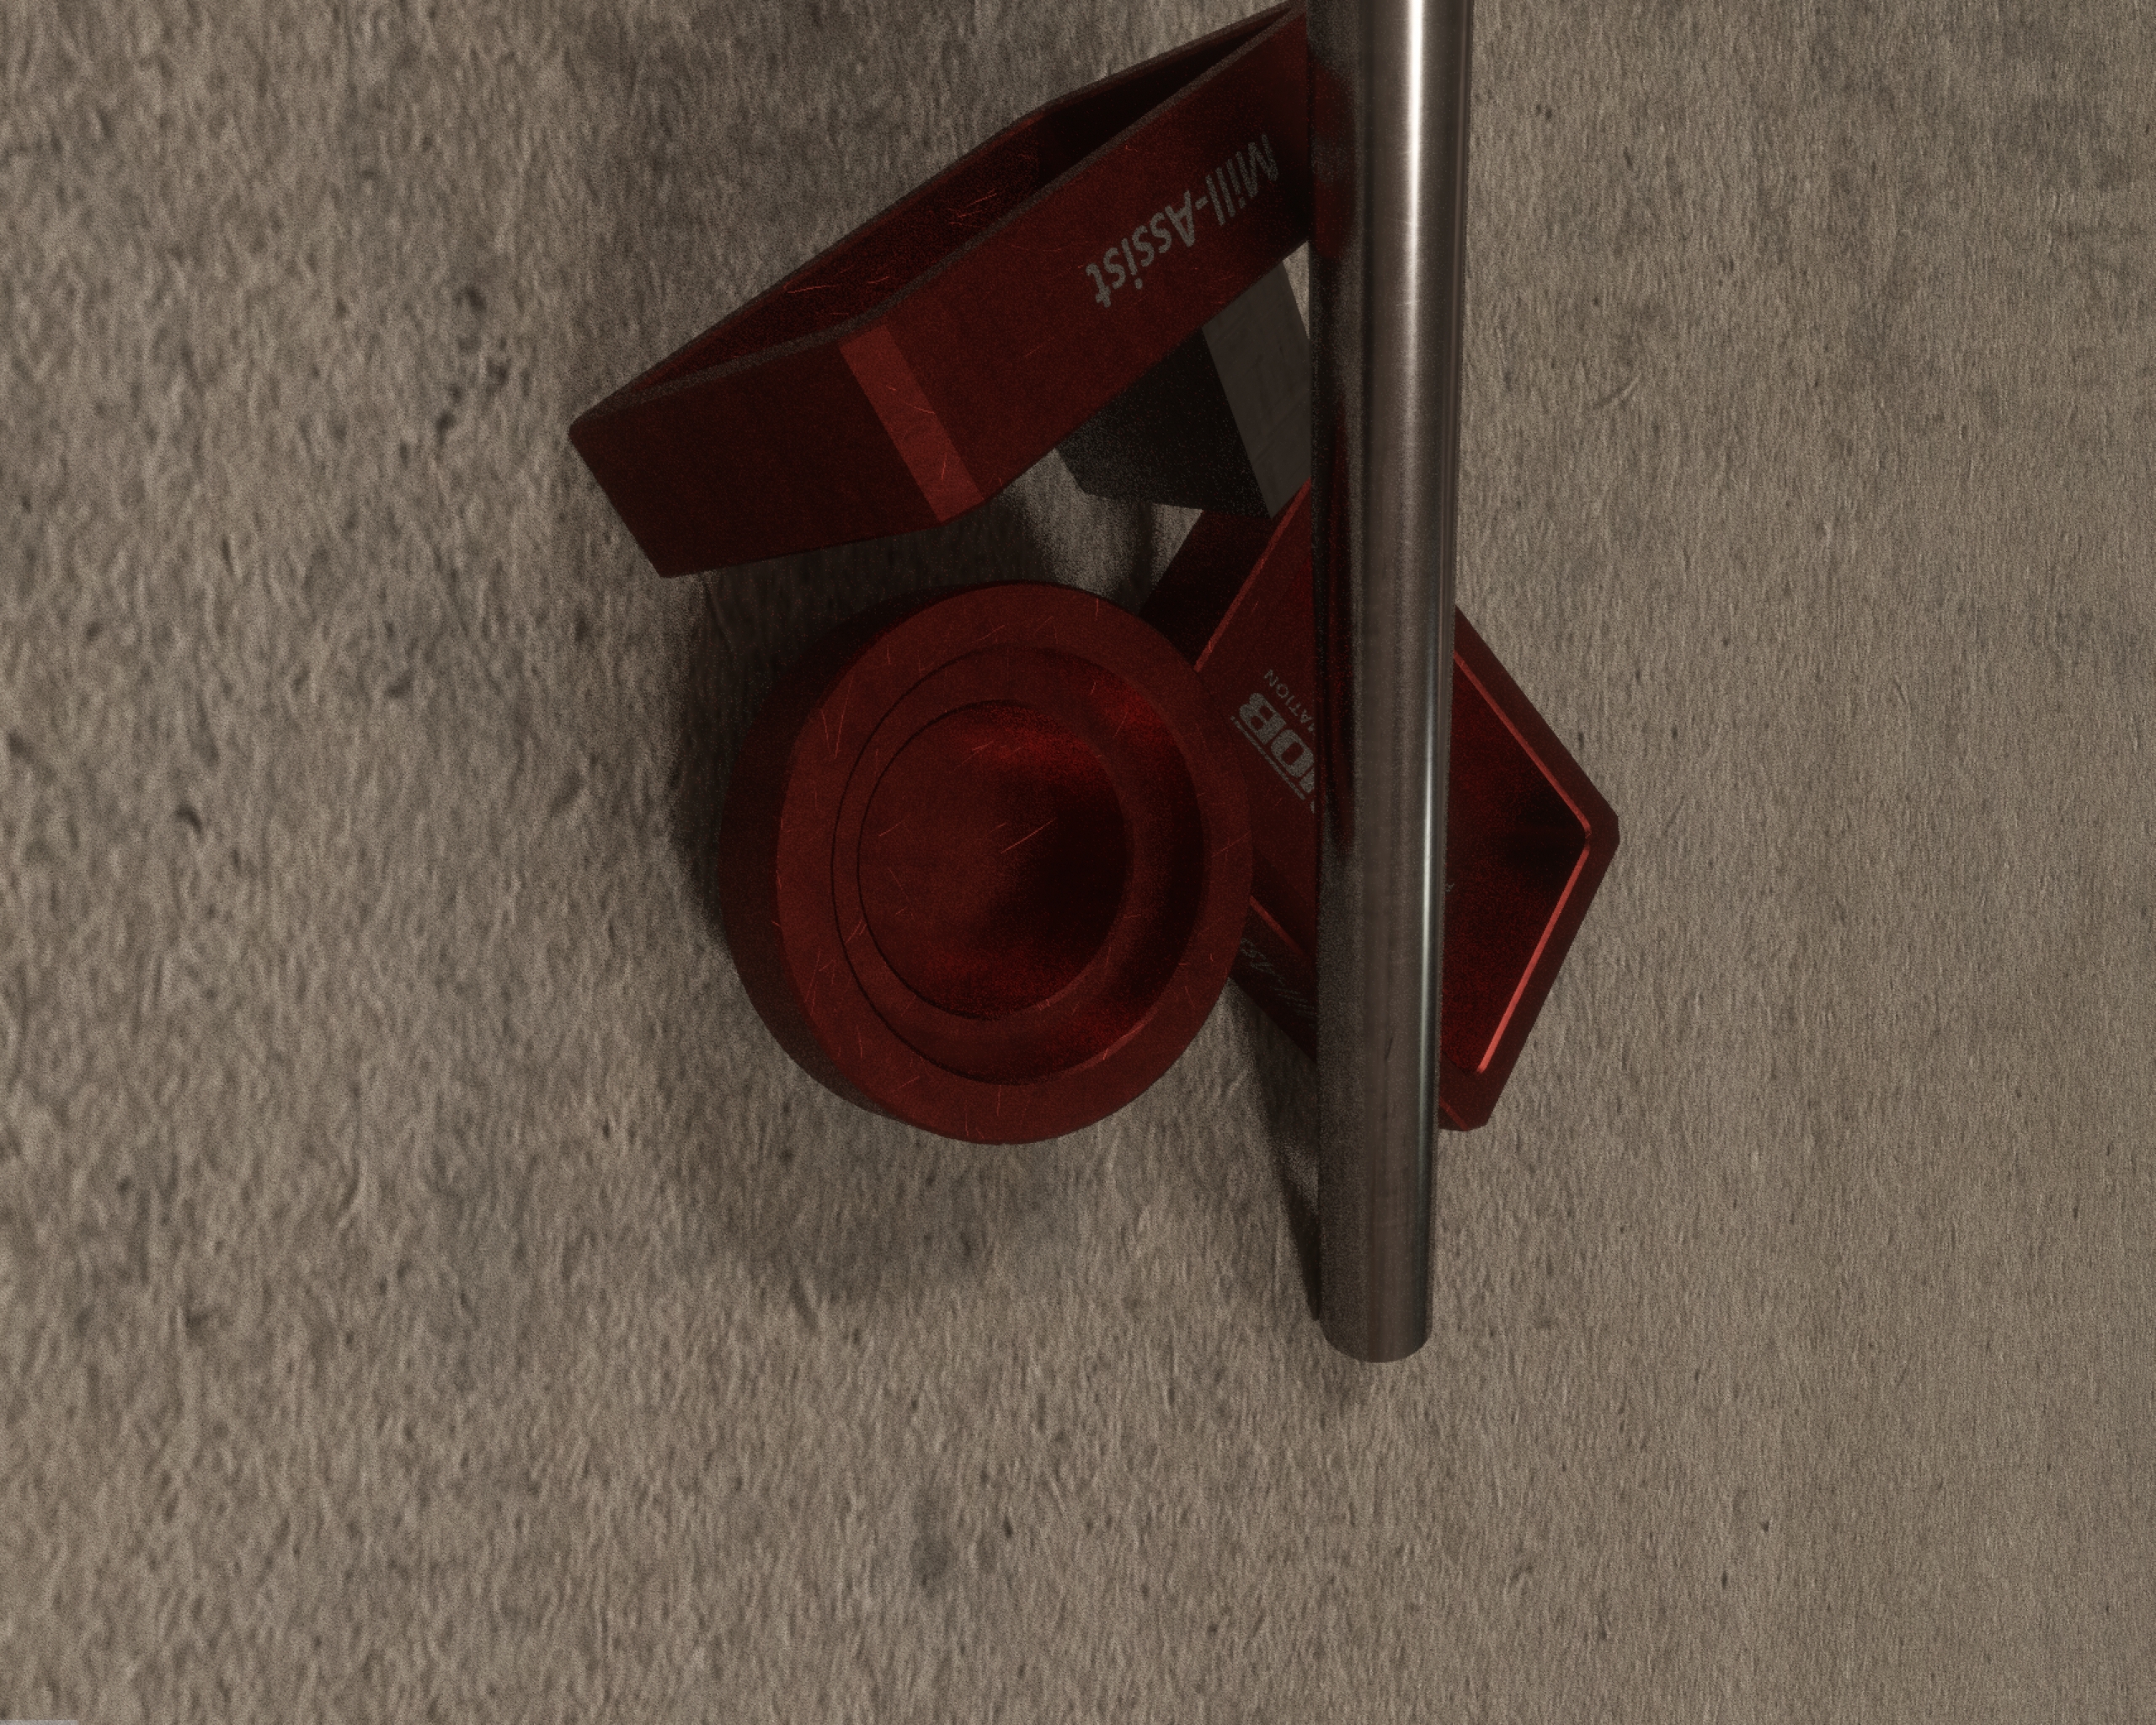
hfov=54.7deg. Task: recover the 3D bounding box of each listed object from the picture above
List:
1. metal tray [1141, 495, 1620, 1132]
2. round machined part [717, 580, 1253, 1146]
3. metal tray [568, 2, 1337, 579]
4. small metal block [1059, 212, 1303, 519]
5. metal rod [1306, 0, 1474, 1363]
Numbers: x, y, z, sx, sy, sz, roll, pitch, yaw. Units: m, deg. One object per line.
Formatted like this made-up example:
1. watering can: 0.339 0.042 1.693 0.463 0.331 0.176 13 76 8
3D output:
1. metal tray: 0.061 -0.013 0.457 0.130 0.030 0.090 45 63 -31
2. round machined part: -0.020 -0.001 0.376 0.099 0.042 0.097 -3 95 -34
3. metal tray: -0.012 -0.099 0.354 0.131 0.090 0.030 -45 118 -31
4. small metal block: 0.017 -0.096 0.399 0.025 0.050 0.050 -49 134 -26
5. metal rod: 0.056 -0.021 0.386 0.025 0.025 0.298 -33 132 -35
